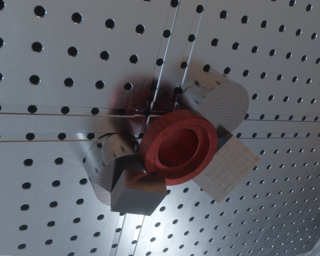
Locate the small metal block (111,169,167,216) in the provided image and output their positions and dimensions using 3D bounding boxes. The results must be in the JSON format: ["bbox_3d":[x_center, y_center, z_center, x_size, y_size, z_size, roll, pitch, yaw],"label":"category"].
[{"bbox_3d":[-0.026,0.077,0.364,0.050,0.025,0.050,13,132,-21],"label":"small metal block"}]

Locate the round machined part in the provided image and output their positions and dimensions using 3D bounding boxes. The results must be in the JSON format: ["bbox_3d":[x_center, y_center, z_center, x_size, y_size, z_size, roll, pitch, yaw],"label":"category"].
[{"bbox_3d":[0.019,0.020,0.385,0.099,0.042,0.097,-14,124,-21],"label":"round machined part"}]

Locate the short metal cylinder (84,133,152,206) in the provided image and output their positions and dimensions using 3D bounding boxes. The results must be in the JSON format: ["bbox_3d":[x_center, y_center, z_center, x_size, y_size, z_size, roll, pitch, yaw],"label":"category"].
[{"bbox_3d":[-0.051,0.054,0.400,0.081,0.050,0.079,-14,124,-21],"label":"short metal cylinder"}]

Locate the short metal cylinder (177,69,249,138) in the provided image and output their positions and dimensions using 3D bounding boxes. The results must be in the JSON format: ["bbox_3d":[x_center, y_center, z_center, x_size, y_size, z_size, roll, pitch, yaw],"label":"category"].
[{"bbox_3d":[0.070,-0.032,0.413,0.081,0.050,0.079,-14,124,-21],"label":"short metal cylinder"}]

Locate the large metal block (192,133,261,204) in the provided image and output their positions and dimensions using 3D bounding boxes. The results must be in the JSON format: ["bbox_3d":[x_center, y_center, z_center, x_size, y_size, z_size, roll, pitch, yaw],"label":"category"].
[{"bbox_3d":[0.086,0.050,0.445,0.050,0.080,0.080,43,95,-5],"label":"large metal block"}]
